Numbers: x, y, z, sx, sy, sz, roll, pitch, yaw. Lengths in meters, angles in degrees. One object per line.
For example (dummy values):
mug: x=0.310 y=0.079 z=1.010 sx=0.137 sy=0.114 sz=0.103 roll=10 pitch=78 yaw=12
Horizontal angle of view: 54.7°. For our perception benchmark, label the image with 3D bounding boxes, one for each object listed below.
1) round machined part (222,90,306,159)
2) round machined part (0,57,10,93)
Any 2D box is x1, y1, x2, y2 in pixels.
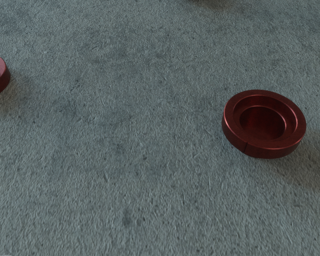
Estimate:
round machined part: x=0.127 y=0.000 z=0.393 sx=0.099 sy=0.042 sz=0.098 roll=0 pitch=50 yaw=0
round machined part: x=-0.281 y=-0.083 z=0.460 sx=0.099 sy=0.042 sz=0.098 roll=0 pitch=50 yaw=0
